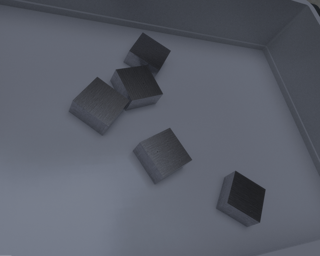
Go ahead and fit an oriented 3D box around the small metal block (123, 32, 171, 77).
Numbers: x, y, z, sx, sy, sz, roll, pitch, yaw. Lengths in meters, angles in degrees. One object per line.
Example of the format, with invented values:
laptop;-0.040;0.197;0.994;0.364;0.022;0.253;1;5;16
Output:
small metal block;-0.018;-0.107;0.461;0.050;0.025;0.050;32;52;-8

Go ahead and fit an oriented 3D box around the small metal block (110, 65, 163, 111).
small metal block;-0.032;-0.056;0.422;0.050;0.025;0.050;-16;70;-35

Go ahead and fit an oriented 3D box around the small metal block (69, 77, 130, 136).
small metal block;-0.074;-0.027;0.382;0.050;0.025;0.050;37;51;-4

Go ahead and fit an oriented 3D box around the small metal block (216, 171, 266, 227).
small metal block;0.107;0.093;0.406;0.050;0.025;0.050;32;52;-8

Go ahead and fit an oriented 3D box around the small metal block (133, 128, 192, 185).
small metal block;0.003;0.034;0.386;0.050;0.025;0.050;-26;76;-37
